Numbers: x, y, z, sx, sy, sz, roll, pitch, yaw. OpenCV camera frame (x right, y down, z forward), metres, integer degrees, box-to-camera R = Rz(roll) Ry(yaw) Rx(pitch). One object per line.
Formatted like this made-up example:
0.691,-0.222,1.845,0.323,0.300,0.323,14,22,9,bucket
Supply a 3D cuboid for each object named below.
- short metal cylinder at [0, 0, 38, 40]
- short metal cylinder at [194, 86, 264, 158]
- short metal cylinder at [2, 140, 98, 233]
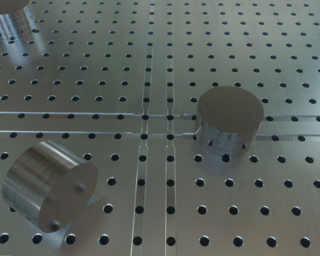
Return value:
-0.270,-0.204,0.561,0.081,0.050,0.080,0,50,0,short metal cylinder
0.087,-0.009,0.399,0.081,0.050,0.080,0,50,0,short metal cylinder
-0.111,0.059,0.321,0.050,0.080,0.080,27,55,21,short metal cylinder
